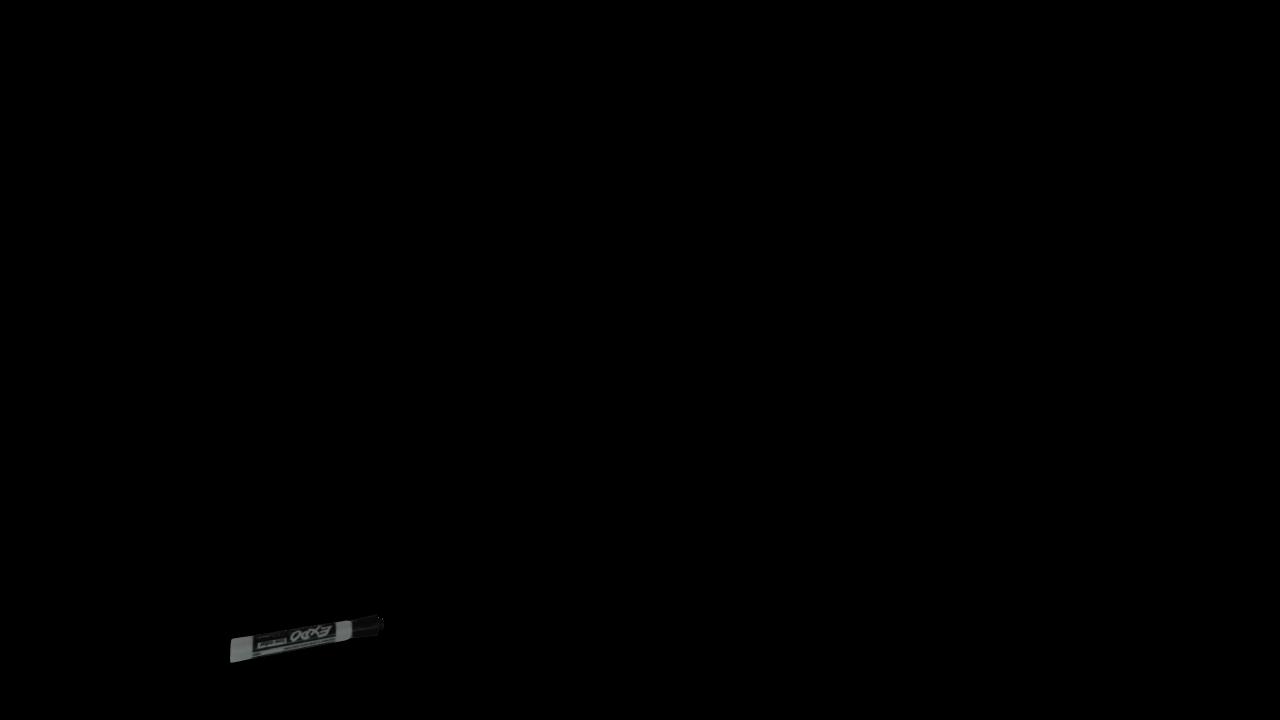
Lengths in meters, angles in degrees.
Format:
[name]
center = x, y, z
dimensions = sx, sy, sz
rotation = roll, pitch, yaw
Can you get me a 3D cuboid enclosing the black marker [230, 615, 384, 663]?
[black marker]
center = -0.293, 0.247, 0.549
dimensions = 0.121, 0.020, 0.020
rotation = 3, -2, -34
